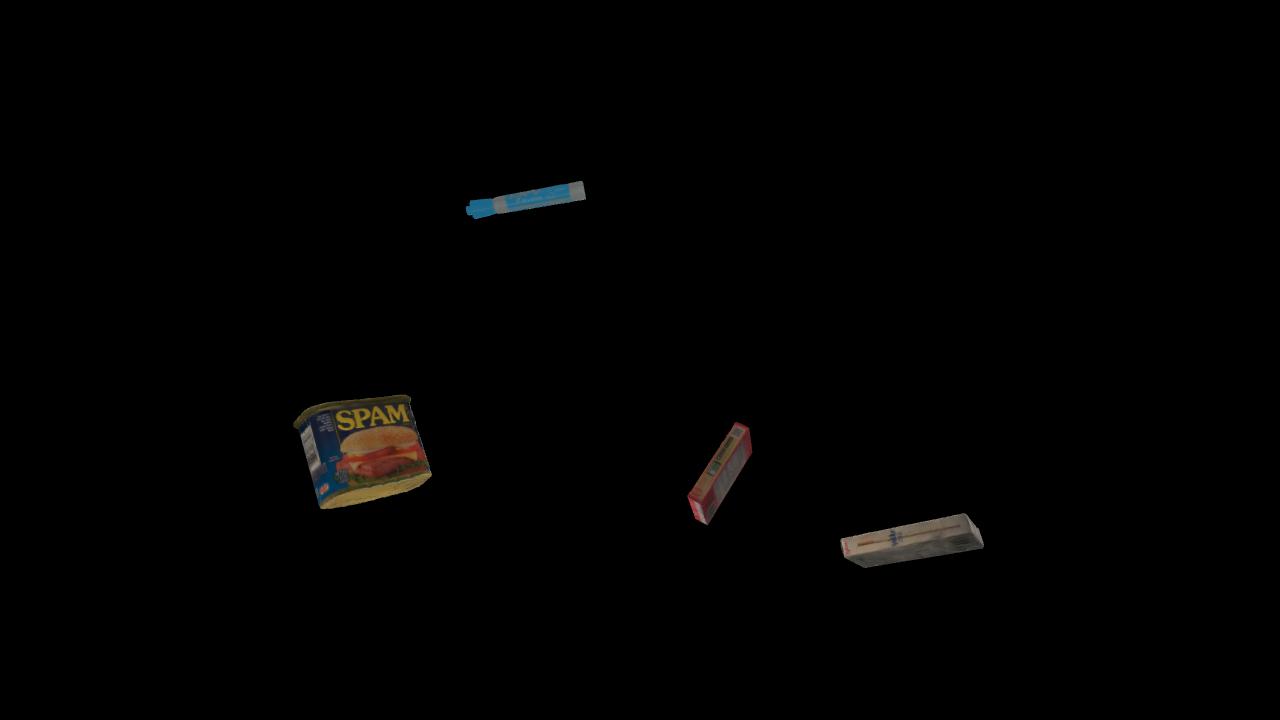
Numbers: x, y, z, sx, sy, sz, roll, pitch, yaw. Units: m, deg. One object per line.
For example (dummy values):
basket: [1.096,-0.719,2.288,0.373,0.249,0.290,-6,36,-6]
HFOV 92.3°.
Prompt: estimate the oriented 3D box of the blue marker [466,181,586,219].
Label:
blue marker: [-0.116,-0.162,0.623,0.121,0.020,0.020,-11,0,-1]

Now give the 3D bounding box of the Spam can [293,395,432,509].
Spam can: [-0.256,0.085,0.575,0.058,0.085,0.101,-34,-19,36]

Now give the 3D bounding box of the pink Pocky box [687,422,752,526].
pink Pocky box: [0.133,0.184,1.000,0.029,0.155,0.084,23,-28,29]

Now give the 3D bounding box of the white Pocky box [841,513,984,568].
white Pocky box: [0.342,0.231,0.776,0.154,0.028,0.084,-22,-36,28]
